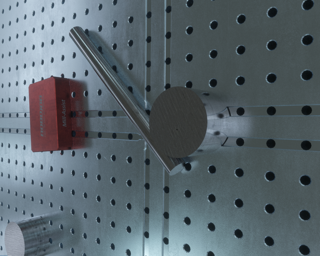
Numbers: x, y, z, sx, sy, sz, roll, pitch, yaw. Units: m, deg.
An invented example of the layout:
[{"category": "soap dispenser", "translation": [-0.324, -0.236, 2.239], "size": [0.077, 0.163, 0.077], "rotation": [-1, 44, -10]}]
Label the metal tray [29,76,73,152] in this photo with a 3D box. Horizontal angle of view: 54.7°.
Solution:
[{"category": "metal tray", "translation": [-0.203, -0.022, 0.570], "size": [0.090, 0.030, 0.129], "rotation": [-7, 86, 39]}]

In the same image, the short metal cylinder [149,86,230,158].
[{"category": "short metal cylinder", "translation": [0.034, -0.007, 0.364], "size": [0.080, 0.050, 0.079], "rotation": [0, 90, 39]}]

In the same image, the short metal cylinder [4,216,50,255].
[{"category": "short metal cylinder", "translation": [-0.259, 0.217, 0.603], "size": [0.080, 0.050, 0.079], "rotation": [0, 90, 39]}]

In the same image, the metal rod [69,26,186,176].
[{"category": "metal rod", "translation": [-0.060, -0.054, 0.456], "size": [0.025, 0.025, 0.300], "rotation": [-52, 60, 27]}]
